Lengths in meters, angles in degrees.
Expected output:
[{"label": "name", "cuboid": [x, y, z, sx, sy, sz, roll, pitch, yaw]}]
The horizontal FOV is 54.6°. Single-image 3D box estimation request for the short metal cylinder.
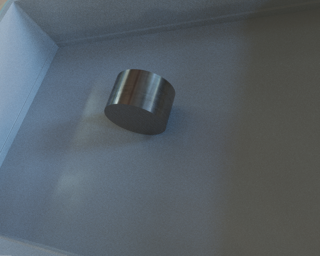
[{"label": "short metal cylinder", "cuboid": [-0.025, -0.031, 0.400, 0.080, 0.080, 0.050, 2, 63, 29]}]
